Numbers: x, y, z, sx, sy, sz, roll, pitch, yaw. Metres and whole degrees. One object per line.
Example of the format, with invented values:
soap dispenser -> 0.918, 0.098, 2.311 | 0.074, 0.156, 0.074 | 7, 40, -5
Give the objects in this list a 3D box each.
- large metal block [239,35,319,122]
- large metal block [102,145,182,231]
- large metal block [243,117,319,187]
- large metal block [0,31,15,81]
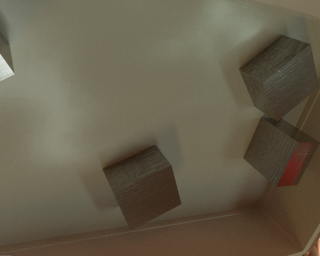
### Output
large metal block -> 0.171, -0.071, 0.442 | 0.080, 0.050, 0.080 | -39, 129, -2
large metal block -> -0.023, 0.083, 0.431 | 0.080, 0.050, 0.080 | -25, 128, -13
large metal block -> 0.193, 0.037, 0.501 | 0.050, 0.080, 0.079 | 2, 118, -29
large metal block -> -0.169, -0.059, 0.244 | 0.080, 0.080, 0.050 | -30, 129, -9
